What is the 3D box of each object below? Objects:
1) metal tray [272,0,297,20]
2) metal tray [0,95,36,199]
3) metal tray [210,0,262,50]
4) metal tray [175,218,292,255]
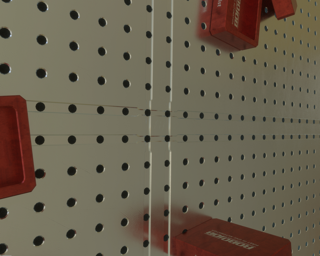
[{"bbox_3d":[0.217,-0.273,0.566,0.130,0.030,0.090,65,34,-19],"label":"metal tray"},{"bbox_3d":[-0.178,0.022,0.256,0.131,0.030,0.090,-9,96,-40],"label":"metal tray"},{"bbox_3d":[0.129,-0.205,0.511,0.091,0.030,0.129,11,83,-39],"label":"metal tray"},{"bbox_3d":[0.096,0.165,0.421,0.091,0.130,0.030,-10,97,-40],"label":"metal tray"}]
